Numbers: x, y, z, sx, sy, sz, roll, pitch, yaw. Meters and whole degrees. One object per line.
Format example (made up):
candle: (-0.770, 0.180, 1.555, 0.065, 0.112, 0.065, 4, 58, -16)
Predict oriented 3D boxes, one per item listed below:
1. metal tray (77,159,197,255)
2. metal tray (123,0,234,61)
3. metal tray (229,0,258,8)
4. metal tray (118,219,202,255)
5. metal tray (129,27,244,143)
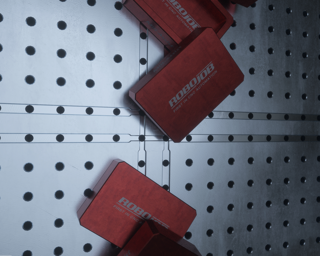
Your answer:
metal tray: (-0.027, 0.111, 0.401, 0.130, 0.030, 0.090, 37, 78, -17)
metal tray: (0.027, -0.159, 0.420, 0.130, 0.030, 0.090, 42, 77, -16)
metal tray: (0.082, -0.228, 0.420, 0.131, 0.030, 0.090, 8, 74, -29)
metal tray: (-0.019, 0.188, 0.382, 0.090, 0.030, 0.130, 39, 90, -26)
metal tray: (0.037, -0.056, 0.404, 0.130, 0.030, 0.090, -44, 115, -4)
